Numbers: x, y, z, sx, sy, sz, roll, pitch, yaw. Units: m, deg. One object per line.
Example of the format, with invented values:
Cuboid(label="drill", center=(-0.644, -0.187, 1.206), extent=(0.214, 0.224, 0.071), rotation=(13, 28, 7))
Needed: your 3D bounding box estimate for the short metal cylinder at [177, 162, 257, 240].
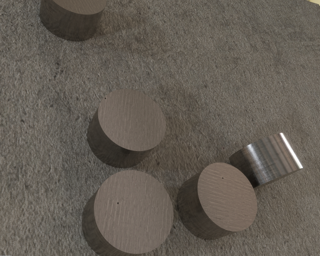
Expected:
Cuboid(label="short metal cylinder", center=(0.067, 0.088, 0.370), extent=(0.081, 0.050, 0.080), rotation=(14, 56, -21))

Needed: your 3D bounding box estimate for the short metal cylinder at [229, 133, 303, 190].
Cuboid(label="short metal cylinder", center=(0.140, 0.048, 0.415), extent=(0.081, 0.080, 0.050), rotation=(-10, 67, -32))

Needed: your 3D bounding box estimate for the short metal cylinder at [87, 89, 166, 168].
Cuboid(label="short metal cylinder", center=(-0.040, 0.001, 0.365), extent=(0.081, 0.050, 0.080), rotation=(14, 56, -21))

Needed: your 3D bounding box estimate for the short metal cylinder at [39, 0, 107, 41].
Cuboid(label="short metal cylinder", center=(-0.120, -0.167, 0.425), extent=(0.081, 0.050, 0.080), rotation=(14, 56, -21))

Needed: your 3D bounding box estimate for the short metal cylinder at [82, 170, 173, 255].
Cuboid(label="short metal cylinder", center=(-0.034, 0.089, 0.315), extent=(0.081, 0.050, 0.080), rotation=(14, 56, -21))
